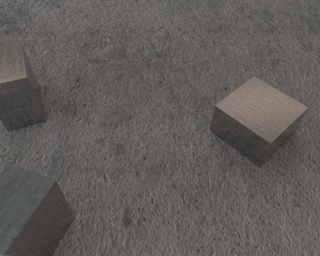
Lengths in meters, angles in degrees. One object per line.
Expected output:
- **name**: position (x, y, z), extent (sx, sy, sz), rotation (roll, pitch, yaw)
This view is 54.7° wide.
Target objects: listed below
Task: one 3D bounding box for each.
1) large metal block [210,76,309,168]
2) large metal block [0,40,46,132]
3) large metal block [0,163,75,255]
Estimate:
- **large metal block**: position (0.124, -0.010, 0.396), extent (0.080, 0.050, 0.080), rotation (-36, 59, -26)
- **large metal block**: position (-0.194, -0.056, 0.413), extent (0.050, 0.080, 0.080), rotation (-17, 52, -13)
- **large metal block**: position (-0.131, 0.094, 0.288), extent (0.050, 0.080, 0.080), rotation (17, 52, 14)
